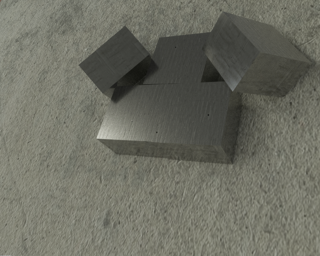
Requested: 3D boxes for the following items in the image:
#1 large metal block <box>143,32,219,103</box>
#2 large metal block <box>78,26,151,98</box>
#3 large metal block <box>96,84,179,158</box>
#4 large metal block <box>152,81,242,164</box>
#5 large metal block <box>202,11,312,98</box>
[{"bbox_3d":[0.034,-0.078,0.419,0.080,0.050,0.080,3,63,29],"label":"large metal block"},{"bbox_3d":[-0.058,-0.088,0.443,0.080,0.080,0.050,-40,86,1],"label":"large metal block"},{"bbox_3d":[-0.024,-0.009,0.405,0.080,0.050,0.080,2,62,28],"label":"large metal block"},{"bbox_3d":[0.046,-0.007,0.366,0.080,0.050,0.080,2,62,28],"label":"large metal block"},{"bbox_3d":[0.108,-0.083,0.356,0.050,0.081,0.080,-61,39,38],"label":"large metal block"}]
